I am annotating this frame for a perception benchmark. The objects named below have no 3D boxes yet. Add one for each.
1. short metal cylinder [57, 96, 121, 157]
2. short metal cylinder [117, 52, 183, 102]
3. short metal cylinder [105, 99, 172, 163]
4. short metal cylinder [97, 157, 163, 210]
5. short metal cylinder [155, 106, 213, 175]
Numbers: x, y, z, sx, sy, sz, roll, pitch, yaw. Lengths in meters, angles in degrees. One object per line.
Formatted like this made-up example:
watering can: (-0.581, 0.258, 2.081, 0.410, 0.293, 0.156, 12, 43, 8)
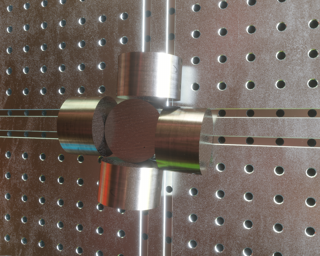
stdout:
short metal cylinder: (-0.092, -0.003, 0.416, 0.050, 0.080, 0.079, 2, 91, 19)
short metal cylinder: (-0.013, -0.061, 0.387, 0.080, 0.080, 0.050, 3, 91, 20)
short metal cylinder: (-0.025, 0.003, 0.409, 0.080, 0.050, 0.080, 0, 90, 18)
short metal cylinder: (-0.037, 0.068, 0.395, 0.080, 0.080, 0.050, 7, 92, 20)
short metal cylinder: (0.031, 0.014, 0.372, 0.050, 0.080, 0.079, 4, 92, 19)
